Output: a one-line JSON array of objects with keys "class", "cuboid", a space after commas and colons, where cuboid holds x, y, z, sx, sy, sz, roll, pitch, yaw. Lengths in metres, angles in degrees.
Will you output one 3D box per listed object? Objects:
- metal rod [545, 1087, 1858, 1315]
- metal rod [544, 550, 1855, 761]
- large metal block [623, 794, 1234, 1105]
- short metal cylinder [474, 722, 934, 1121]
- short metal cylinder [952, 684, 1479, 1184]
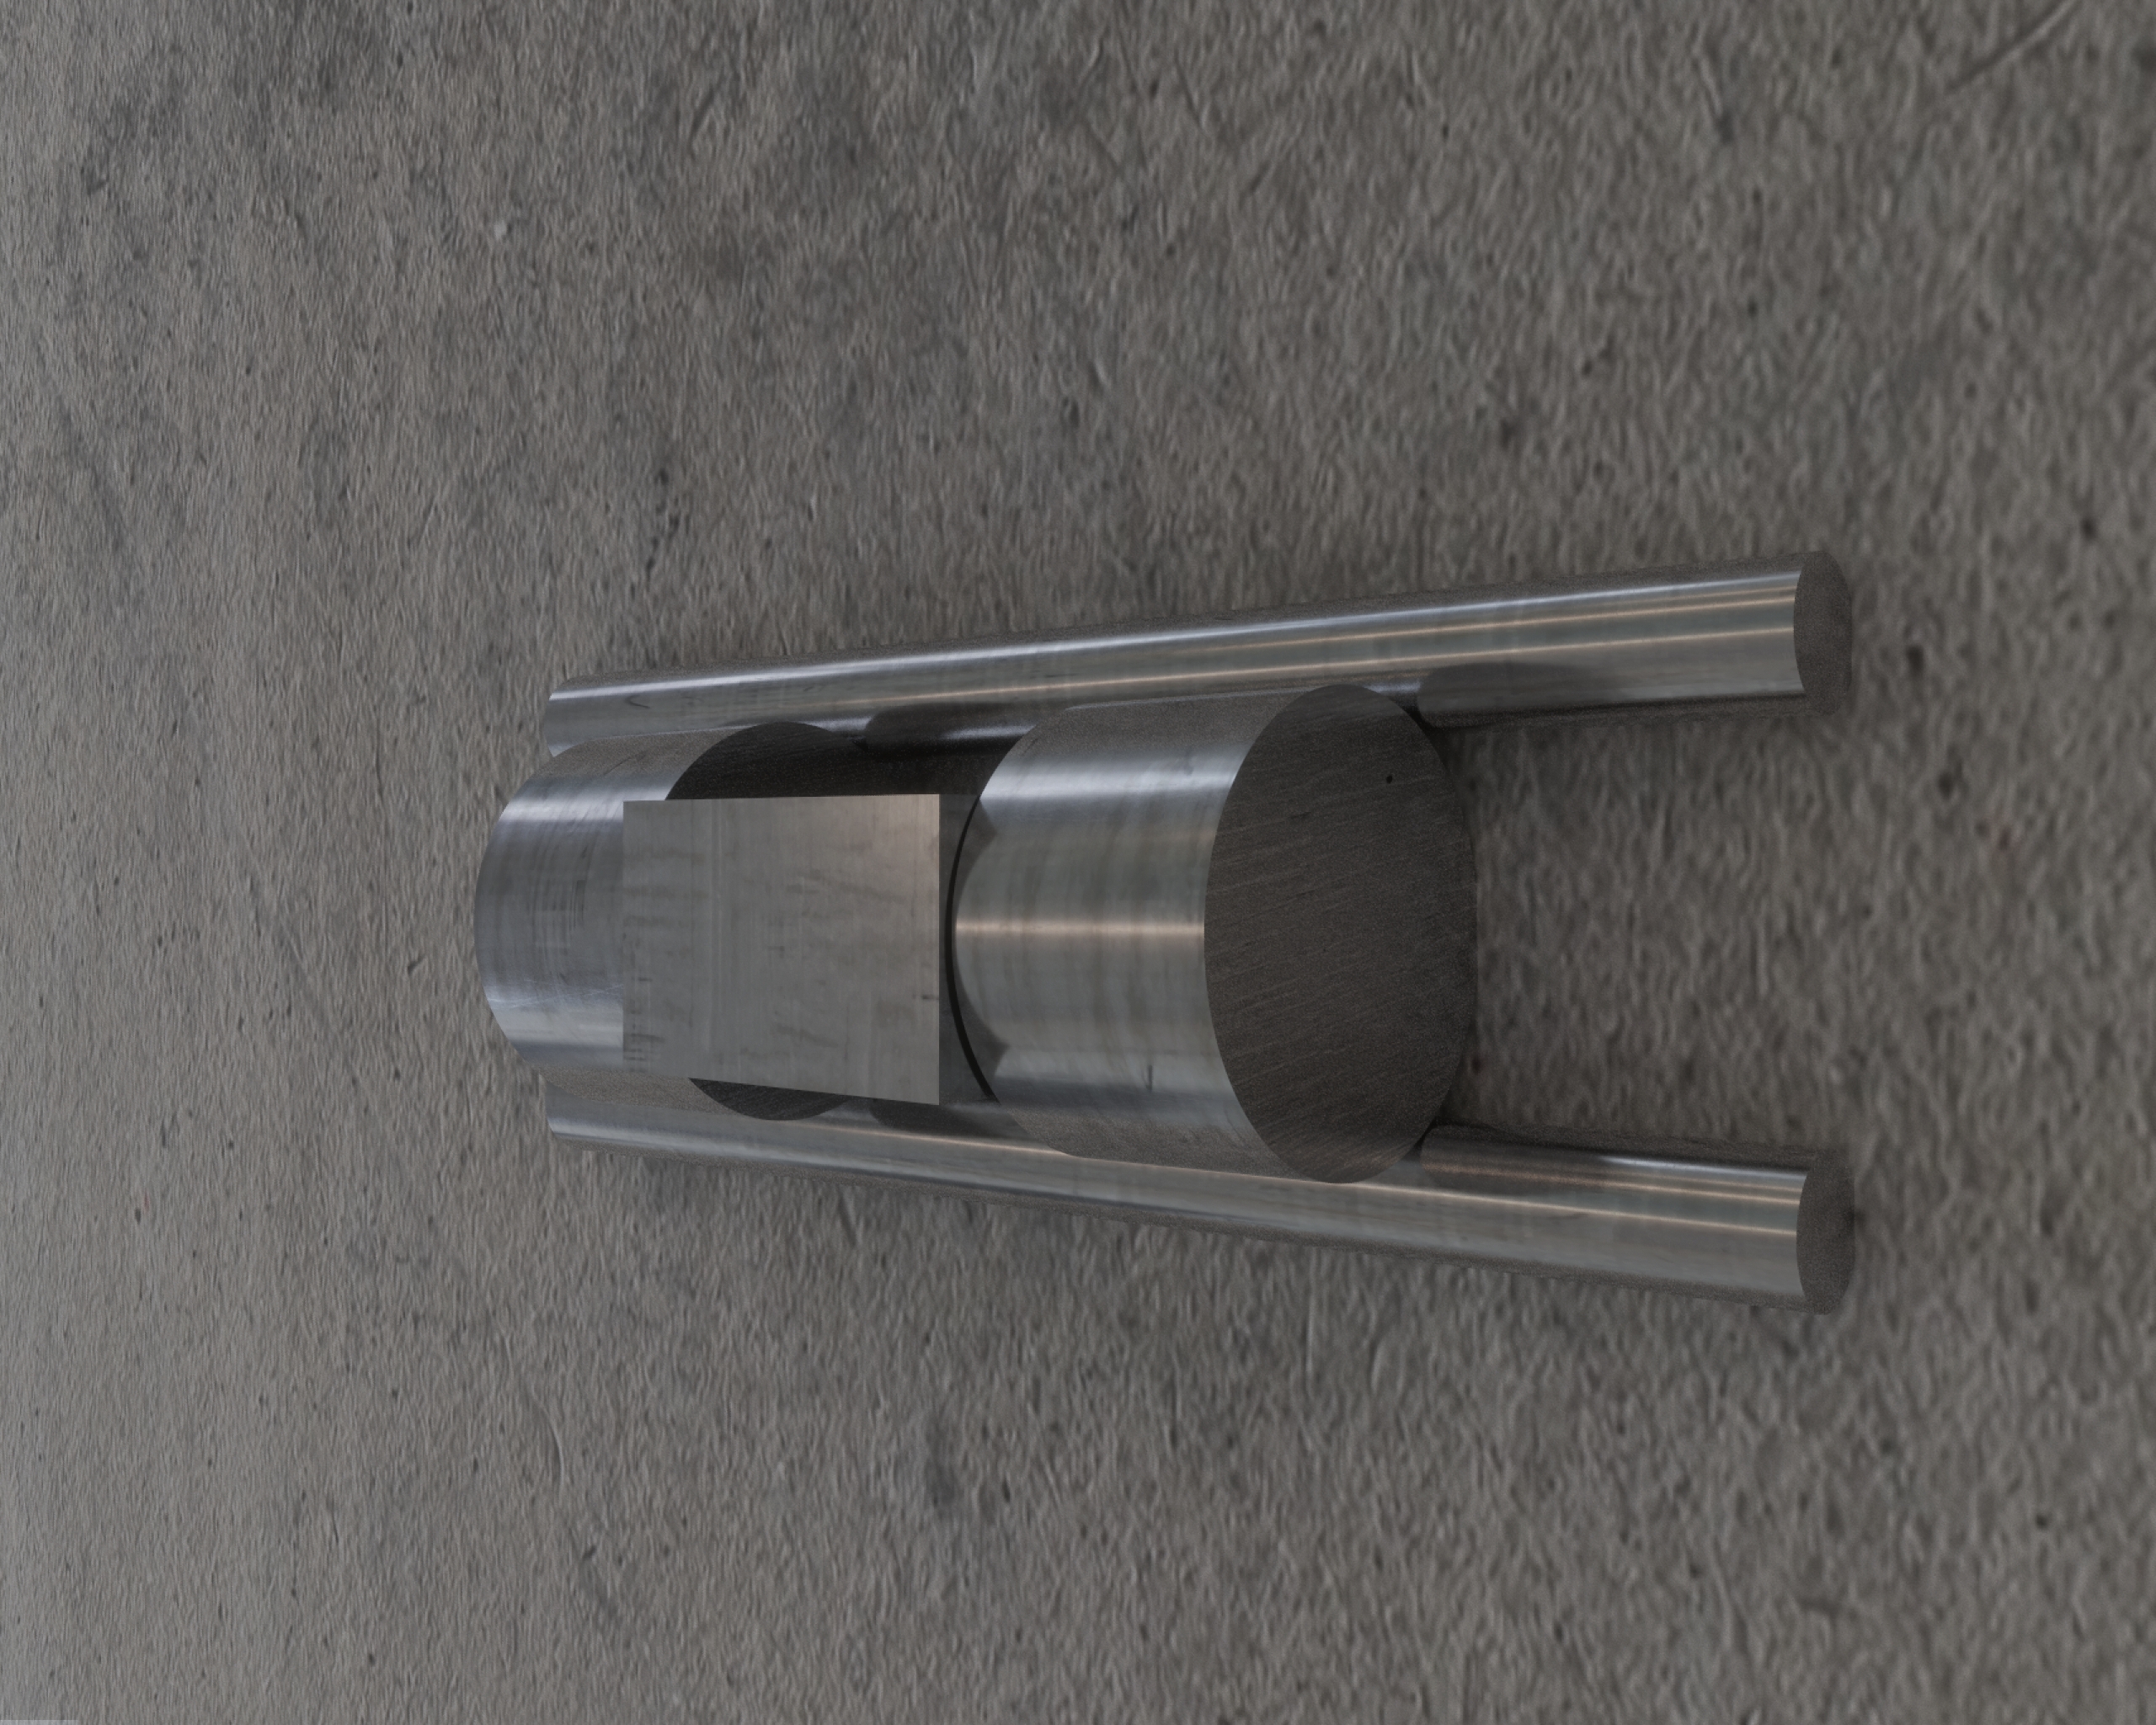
[{"class": "metal rod", "cuboid": [-0.003, 0.056, 0.409, 0.300, 0.025, 0.025, 0, 90, 40]}, {"class": "metal rod", "cuboid": [-0.003, -0.034, 0.409, 0.300, 0.025, 0.025, 0, 90, 40]}, {"class": "large metal block", "cuboid": [-0.027, 0.014, 0.390, 0.080, 0.081, 0.050, 0, 90, 40]}, {"class": "short metal cylinder", "cuboid": [-0.076, 0.012, 0.433, 0.050, 0.081, 0.080, -1, 90, 40]}, {"class": "short metal cylinder", "cuboid": [0.025, 0.012, 0.349, 0.050, 0.081, 0.080, -1, 90, 40]}]
